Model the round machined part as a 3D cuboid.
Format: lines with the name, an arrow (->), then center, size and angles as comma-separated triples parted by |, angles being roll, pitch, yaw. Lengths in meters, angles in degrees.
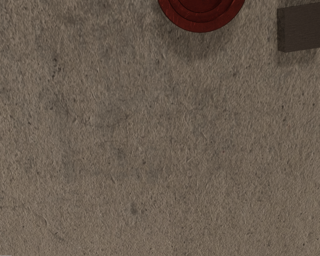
round machined part -> 0.044, -0.158, 0.343 | 0.099, 0.042, 0.097 | 0, 110, -1

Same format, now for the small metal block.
small metal block -> 0.169, -0.120, 0.368 | 0.050, 0.025, 0.050 | -8, 110, 2
